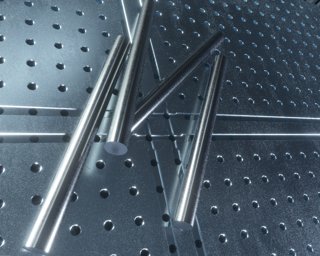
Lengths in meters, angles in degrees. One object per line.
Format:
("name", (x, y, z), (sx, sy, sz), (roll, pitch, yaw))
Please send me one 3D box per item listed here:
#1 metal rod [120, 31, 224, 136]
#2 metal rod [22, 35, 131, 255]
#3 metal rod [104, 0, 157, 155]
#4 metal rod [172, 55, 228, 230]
("metal rod", (0.026, -0.078, 0.468), (0.025, 0.025, 0.301), (42, 51, 0))
("metal rod", (-0.083, -0.008, 0.367), (0.025, 0.025, 0.300), (24, 53, -14))
("metal rod", (-0.033, -0.092, 0.427), (0.025, 0.025, 0.300), (21, 48, -16))
("metal rod", (0.065, -0.002, 0.443), (0.025, 0.025, 0.300), (28, 52, -11))
